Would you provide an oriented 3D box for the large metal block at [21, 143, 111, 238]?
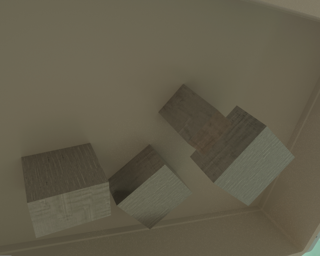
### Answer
[{"bbox_3d":[-0.108,0.066,0.355,0.081,0.080,0.050,-12,124,-22],"label":"large metal block"}]

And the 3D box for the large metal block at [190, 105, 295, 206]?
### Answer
[{"bbox_3d":[0.097,0.034,0.363,0.080,0.050,0.080,-49,129,6],"label":"large metal block"}]

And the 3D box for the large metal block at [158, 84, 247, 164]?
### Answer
[{"bbox_3d":[0.056,-0.002,0.402,0.050,0.080,0.080,-49,129,6],"label":"large metal block"}]

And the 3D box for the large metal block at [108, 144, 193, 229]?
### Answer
[{"bbox_3d":[-0.014,0.084,0.436,0.080,0.050,0.080,-41,130,-1],"label":"large metal block"}]
